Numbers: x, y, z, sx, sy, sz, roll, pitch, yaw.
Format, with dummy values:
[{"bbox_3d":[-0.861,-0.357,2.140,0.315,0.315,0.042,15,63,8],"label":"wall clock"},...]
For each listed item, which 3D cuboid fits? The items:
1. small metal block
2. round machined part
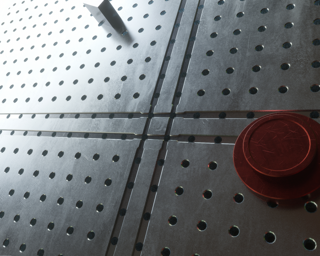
[{"bbox_3d":[-0.110,-0.223,0.587,0.050,0.050,0.025,31,79,38],"label":"small metal block"},{"bbox_3d":[0.124,0.025,0.317,0.098,0.042,0.098,-13,56,21],"label":"round machined part"}]
